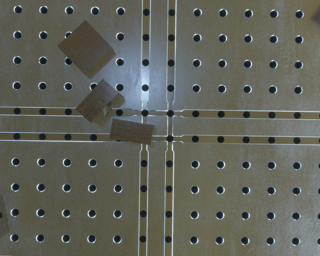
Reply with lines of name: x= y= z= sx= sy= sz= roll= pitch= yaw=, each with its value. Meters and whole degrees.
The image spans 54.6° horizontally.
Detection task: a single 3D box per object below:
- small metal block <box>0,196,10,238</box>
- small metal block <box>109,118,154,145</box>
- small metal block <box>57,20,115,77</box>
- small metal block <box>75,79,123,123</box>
small metal block: x=-0.235 y=0.122 z=0.412 sx=0.050 sy=0.025 sz=0.050 roll=-11 pitch=90 yaw=0
small metal block: x=-0.034 y=0.005 z=0.401 sx=0.050 sy=0.050 sz=0.025 roll=9 pitch=90 yaw=0
small metal block: x=-0.097 y=-0.105 z=0.413 sx=0.050 sy=0.025 sz=0.050 roll=-43 pitch=90 yaw=0
small metal block: x=-0.077 y=-0.033 z=0.400 sx=0.025 sy=0.050 sz=0.050 roll=42 pitch=90 yaw=0
